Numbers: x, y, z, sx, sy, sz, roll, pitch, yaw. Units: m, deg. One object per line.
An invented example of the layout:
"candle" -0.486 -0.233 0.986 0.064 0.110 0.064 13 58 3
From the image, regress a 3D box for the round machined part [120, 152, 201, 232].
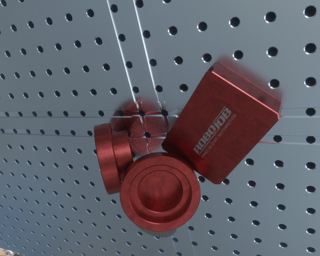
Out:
"round machined part" 0.000 0.078 0.396 0.099 0.042 0.097 0 100 -2

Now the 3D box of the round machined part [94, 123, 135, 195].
"round machined part" -0.060 0.040 0.431 0.042 0.098 0.097 -12 118 -6

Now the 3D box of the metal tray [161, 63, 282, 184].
"metal tray" 0.068 0.000 0.371 0.090 0.030 0.129 34 129 5

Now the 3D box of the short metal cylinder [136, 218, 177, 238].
"short metal cylinder" -0.002 0.117 0.467 0.080 0.050 0.079 13 124 20
